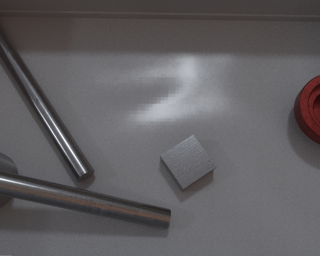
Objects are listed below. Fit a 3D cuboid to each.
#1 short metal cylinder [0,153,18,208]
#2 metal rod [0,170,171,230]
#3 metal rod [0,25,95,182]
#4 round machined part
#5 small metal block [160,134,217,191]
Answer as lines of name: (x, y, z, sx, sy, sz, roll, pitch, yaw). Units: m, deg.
short metal cylinder: (-0.221, 0.061, 0.371, 0.081, 0.050, 0.080, 0, 70, -1)
metal rod: (-0.134, 0.070, 0.342, 0.302, 0.025, 0.025, 16, 70, -11)
metal rod: (-0.179, -0.055, 0.427, 0.025, 0.025, 0.299, -34, 74, -12)
round machined part: (0.227, -0.020, 0.408, 0.099, 0.042, 0.098, -1, 72, 3)
small metal block: (0.035, 0.045, 0.394, 0.050, 0.025, 0.050, -32, 73, -11)
